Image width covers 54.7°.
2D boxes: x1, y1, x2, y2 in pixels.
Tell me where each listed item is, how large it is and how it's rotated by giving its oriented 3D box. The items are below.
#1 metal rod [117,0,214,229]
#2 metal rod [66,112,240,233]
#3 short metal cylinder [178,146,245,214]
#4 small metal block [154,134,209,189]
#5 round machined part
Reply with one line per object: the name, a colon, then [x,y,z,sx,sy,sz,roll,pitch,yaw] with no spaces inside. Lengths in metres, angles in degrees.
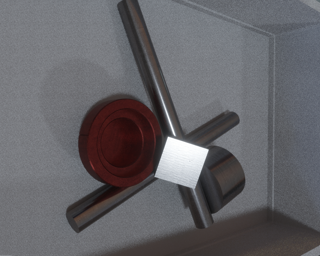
metal rod: [0.010,-0.013,0.392,0.025,0.025,0.298,-25,99,-38]
metal rod: [0.014,0.043,0.418,0.302,0.025,0.025,-29,108,-37]
short metal cylinder: [0.069,0.071,0.430,0.050,0.080,0.080,-25,106,-38]
small metal block: [0.025,0.040,0.374,0.050,0.025,0.050,18,95,-6]
round machined part: [-0.048,0.016,0.355,0.099,0.042,0.097,0,90,-40]
